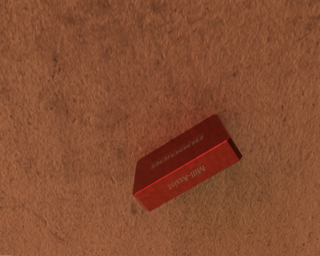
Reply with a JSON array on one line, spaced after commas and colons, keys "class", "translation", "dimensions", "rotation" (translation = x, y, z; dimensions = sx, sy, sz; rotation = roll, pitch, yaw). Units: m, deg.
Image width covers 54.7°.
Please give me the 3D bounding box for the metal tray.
[{"class": "metal tray", "translation": [0.030, 0.040, 0.390], "dimensions": [0.130, 0.090, 0.030], "rotation": [-32, 107, 10]}]
